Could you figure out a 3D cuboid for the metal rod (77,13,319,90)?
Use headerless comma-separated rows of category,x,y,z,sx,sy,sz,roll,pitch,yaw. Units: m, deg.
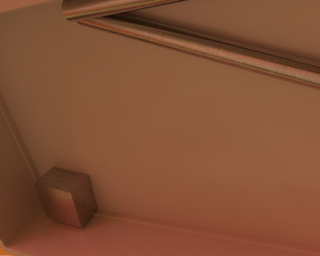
metal rod,0.043,-0.088,0.330,0.301,0.025,0.025,19,126,16

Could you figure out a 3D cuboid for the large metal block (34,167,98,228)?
large metal block,-0.166,0.123,0.553,0.080,0.050,0.079,8,122,23

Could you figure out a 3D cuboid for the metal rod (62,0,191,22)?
metal rod,0.037,-0.135,0.289,0.301,0.025,0.025,-1,118,23
